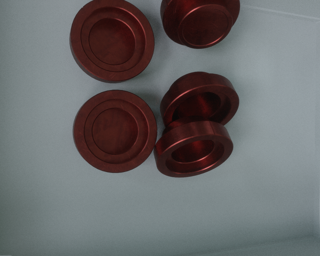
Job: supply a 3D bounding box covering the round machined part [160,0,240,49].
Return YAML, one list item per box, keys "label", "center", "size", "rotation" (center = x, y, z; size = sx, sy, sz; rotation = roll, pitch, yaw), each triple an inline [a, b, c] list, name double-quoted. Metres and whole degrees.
- label: "round machined part"
  center: [0.052, -0.138, 0.387]
  size: [0.099, 0.097, 0.042]
  rotation: [2, 57, -20]

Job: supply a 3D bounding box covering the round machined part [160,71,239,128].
- label: "round machined part"
  center: [0.048, -0.034, 0.400]
  size: [0.099, 0.097, 0.042]
  rotation: [0, 50, -20]

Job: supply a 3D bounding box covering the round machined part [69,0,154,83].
- label: "round machined part"
  center: [-0.060, -0.103, 0.379]
  size: [0.099, 0.042, 0.097]
  rotation: [0, 90, -20]

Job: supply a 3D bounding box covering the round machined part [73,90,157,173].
- label: "round machined part"
  center: [-0.056, 0.004, 0.381]
  size: [0.099, 0.042, 0.097]
  rotation: [0, 90, -20]

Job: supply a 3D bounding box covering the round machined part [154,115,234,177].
- label: "round machined part"
  center: [0.040, 0.021, 0.397]
  size: [0.099, 0.097, 0.042]
  rotation: [0, 51, -20]
